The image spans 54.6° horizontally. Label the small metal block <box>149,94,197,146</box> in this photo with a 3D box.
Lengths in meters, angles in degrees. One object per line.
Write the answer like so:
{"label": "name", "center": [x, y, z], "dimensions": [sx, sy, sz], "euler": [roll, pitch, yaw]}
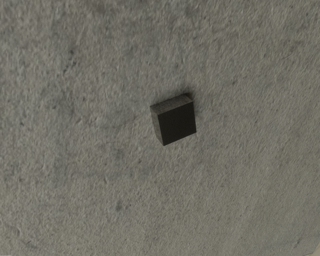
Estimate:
{"label": "small metal block", "center": [0.018, -0.011, 0.409], "dimensions": [0.050, 0.025, 0.050], "euler": [-22, 127, -15]}
